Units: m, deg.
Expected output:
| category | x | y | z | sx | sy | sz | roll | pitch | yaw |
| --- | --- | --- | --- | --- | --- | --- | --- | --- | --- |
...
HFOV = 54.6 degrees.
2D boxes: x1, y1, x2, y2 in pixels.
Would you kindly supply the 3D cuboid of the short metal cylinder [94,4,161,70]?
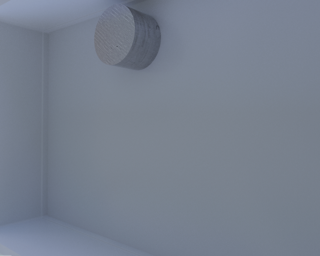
| category | x | y | z | sx | sy | sz | roll | pitch | yaw |
| --- | --- | --- | --- | --- | --- | --- | --- | --- | --- |
| short metal cylinder | -0.046 | -0.124 | 0.429 | 0.080 | 0.050 | 0.080 | 0 | 90 | 40 |
